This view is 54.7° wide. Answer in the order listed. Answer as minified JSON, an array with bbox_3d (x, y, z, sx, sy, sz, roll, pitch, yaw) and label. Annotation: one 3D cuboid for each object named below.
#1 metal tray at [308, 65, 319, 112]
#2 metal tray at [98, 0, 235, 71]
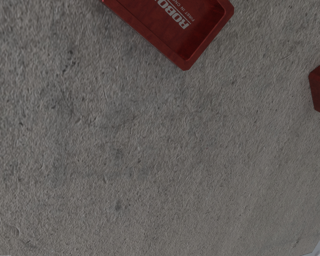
[{"bbox_3d":[0.315,-0.090,0.519,0.130,0.030,0.090,-37,129,-4],"label":"metal tray"},{"bbox_3d":[0.009,-0.132,0.326,0.130,0.030,0.090,32,100,-38],"label":"metal tray"}]
